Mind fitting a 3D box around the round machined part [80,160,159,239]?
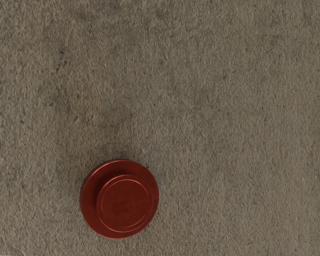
[{"bbox_3d":[-0.047,0.089,0.383,0.099,0.042,0.097,0,90,-20],"label":"round machined part"}]
